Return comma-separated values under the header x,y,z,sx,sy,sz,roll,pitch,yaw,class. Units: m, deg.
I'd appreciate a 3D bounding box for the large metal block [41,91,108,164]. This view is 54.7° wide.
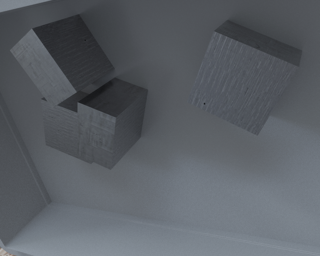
x,y,z,sx,sy,sz,roll,pitch,yaw,class
-0.120,-0.006,0.450,0.080,0.050,0.079,20,126,16,large metal block

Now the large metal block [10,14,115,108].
x,y,z,sx,sy,sz,roll,pitch,yaw,class
-0.116,-0.083,0.381,0.050,0.080,0.080,-23,106,36,large metal block

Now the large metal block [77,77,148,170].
x,y,z,sx,sy,sz,roll,pitch,yaw,class
-0.061,-0.008,0.399,0.050,0.080,0.079,22,127,14,large metal block

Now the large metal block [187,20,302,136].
x,y,z,sx,sy,sz,roll,pitch,yaw,class
0.084,-0.052,0.316,0.080,0.050,0.079,27,128,11,large metal block
